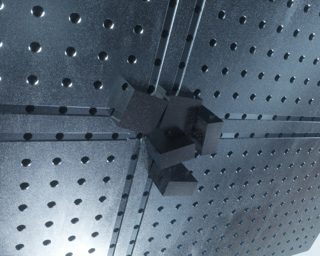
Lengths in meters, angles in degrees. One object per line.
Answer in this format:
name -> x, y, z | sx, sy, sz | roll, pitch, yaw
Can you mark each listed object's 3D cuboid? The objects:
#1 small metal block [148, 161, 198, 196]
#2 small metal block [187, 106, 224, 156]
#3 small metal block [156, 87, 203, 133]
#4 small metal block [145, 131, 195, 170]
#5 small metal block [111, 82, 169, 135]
small metal block -> 0.019, 0.073, 0.453 | 0.050, 0.050, 0.025 | 7, 115, -32
small metal block -> 0.059, 0.003, 0.431 | 0.025, 0.050, 0.050 | -7, 122, -25
small metal block -> 0.022, -0.023, 0.411 | 0.050, 0.025, 0.050 | 5, 116, -31
small metal block -> 0.013, 0.025, 0.419 | 0.050, 0.050, 0.025 | -16, 125, -20
small metal block -> -0.025, -0.023, 0.385 | 0.050, 0.025, 0.050 | 15, 111, -35
